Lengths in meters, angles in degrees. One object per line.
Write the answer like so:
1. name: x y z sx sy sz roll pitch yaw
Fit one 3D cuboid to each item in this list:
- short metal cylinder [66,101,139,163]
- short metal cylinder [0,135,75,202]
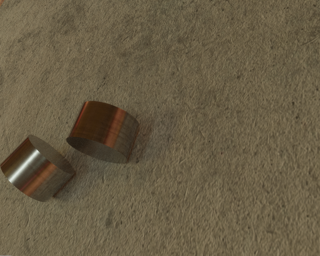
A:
1. short metal cylinder: -0.073 0.007 0.403 0.080 0.080 0.050 4 64 30
2. short metal cylinder: -0.165 0.054 0.422 0.050 0.080 0.080 -47 51 -4
